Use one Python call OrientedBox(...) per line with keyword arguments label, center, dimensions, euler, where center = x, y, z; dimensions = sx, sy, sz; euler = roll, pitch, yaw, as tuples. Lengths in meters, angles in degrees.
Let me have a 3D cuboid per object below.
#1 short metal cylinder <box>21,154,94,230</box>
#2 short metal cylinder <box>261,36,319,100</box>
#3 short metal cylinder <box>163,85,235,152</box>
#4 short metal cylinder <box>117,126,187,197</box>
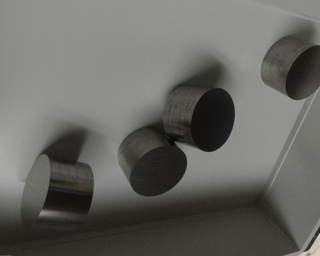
OrientedBox(label="short metal cylinder", center=(-0.119, 0.074, 0.355), dimensions=(0.050, 0.080, 0.080), euler=(19, 108, -36))
OrientedBox(label="short metal cylinder", center=(0.195, -0.087, 0.448), dimensions=(0.081, 0.050, 0.079), euler=(-14, 125, -21))
OrientedBox(label="short metal cylinder", center=(0.051, -0.014, 0.397), dimensions=(0.081, 0.050, 0.079), euler=(-11, 108, -38))
OrientedBox(label="short metal cylinder", center=(-0.011, 0.045, 0.416), dimensions=(0.081, 0.050, 0.079), euler=(-14, 125, -21))
